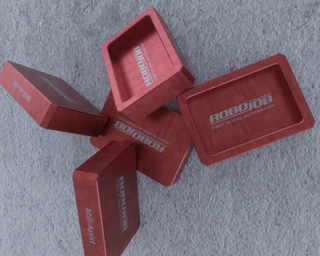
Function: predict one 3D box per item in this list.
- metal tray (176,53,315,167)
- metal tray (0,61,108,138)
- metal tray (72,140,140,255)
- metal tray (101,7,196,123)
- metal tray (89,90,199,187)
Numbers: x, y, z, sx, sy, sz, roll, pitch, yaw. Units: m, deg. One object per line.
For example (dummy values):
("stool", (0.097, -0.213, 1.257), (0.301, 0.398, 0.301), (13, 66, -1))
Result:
("metal tray", (0.094, -0.019, 0.357), (0.131, 0.030, 0.090), (-21, 83, 3))
("metal tray", (-0.141, -0.038, 0.407), (0.130, 0.090, 0.030), (37, 102, 33))
("metal tray", (-0.059, 0.091, 0.375), (0.030, 0.090, 0.129), (6, 113, 20))
("metal tray", (-0.021, -0.081, 0.383), (0.090, 0.030, 0.130), (-33, 51, 16))
("metal tray", (-0.020, 0.008, 0.413), (0.130, 0.030, 0.090), (27, 99, 17))
